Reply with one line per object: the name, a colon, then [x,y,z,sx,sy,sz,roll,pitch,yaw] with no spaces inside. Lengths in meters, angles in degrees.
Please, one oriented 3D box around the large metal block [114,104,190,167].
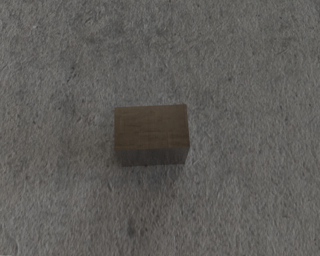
large metal block: [-0.009,0.012,0.375,0.080,0.080,0.050,-3,70,-1]
